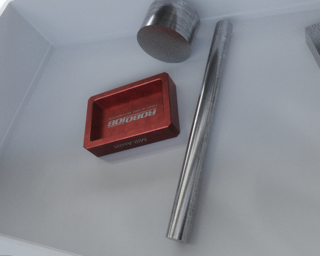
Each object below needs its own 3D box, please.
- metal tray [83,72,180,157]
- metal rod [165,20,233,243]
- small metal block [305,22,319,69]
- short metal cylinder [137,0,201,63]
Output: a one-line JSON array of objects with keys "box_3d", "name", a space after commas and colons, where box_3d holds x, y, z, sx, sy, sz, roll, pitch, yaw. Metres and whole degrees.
[{"box_3d": [-0.041, -0.018, 0.433, 0.130, 0.030, 0.090, -15, 56, 19], "name": "metal tray"}, {"box_3d": [0.055, -0.014, 0.384, 0.025, 0.025, 0.300, 2, 62, 29], "name": "metal rod"}, {"box_3d": [0.204, -0.102, 0.361, 0.050, 0.025, 0.050, -18, 55, 17], "name": "small metal block"}, {"box_3d": [0.013, -0.139, 0.448, 0.080, 0.080, 0.050, 6, 65, 31], "name": "short metal cylinder"}]
